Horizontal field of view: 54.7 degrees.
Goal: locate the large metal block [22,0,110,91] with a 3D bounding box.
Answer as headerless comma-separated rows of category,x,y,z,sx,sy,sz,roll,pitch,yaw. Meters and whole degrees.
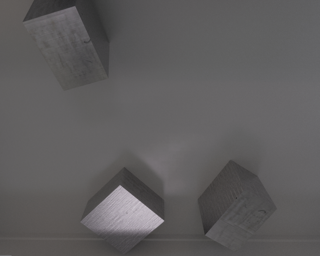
large metal block,-0.093,-0.100,0.331,0.050,0.080,0.080,-15,132,5

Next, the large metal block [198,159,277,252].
large metal block,0.100,0.103,0.421,0.050,0.080,0.080,32,107,-11

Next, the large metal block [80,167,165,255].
large metal block,-0.051,0.117,0.441,0.080,0.050,0.080,43,105,-14
